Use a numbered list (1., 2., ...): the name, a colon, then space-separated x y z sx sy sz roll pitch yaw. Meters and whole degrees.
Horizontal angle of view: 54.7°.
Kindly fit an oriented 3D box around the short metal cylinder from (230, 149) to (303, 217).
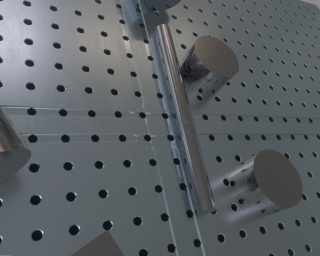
1. short metal cylinder: 0.145 0.076 0.424 0.081 0.050 0.080 14 56 -21

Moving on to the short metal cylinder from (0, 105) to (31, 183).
1. short metal cylinder: -0.164 0.021 0.272 0.081 0.080 0.050 -28 78 -37

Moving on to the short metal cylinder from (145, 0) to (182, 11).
1. short metal cylinder: 0.004 -0.248 0.527 0.081 0.080 0.050 -13 69 -34

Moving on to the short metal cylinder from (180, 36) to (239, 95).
1. short metal cylinder: 0.078 -0.099 0.495 0.081 0.050 0.080 14 56 -21

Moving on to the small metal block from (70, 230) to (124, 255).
1. small metal block: -0.060 0.135 0.294 0.050 0.025 0.050 -28 77 -37

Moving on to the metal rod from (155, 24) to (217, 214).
1. metal rod: 0.030 -0.030 0.442 0.025 0.025 0.299 3 60 -27
